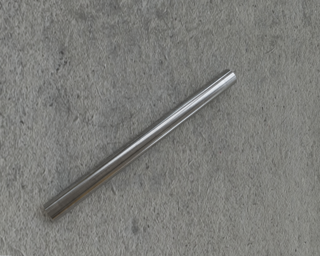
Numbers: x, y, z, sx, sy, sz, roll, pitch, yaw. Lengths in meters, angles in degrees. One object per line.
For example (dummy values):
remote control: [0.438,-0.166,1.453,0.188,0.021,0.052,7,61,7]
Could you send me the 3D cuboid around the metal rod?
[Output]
metal rod: [-0.014,0.013,0.405,0.301,0.025,0.025,-37,102,-16]
